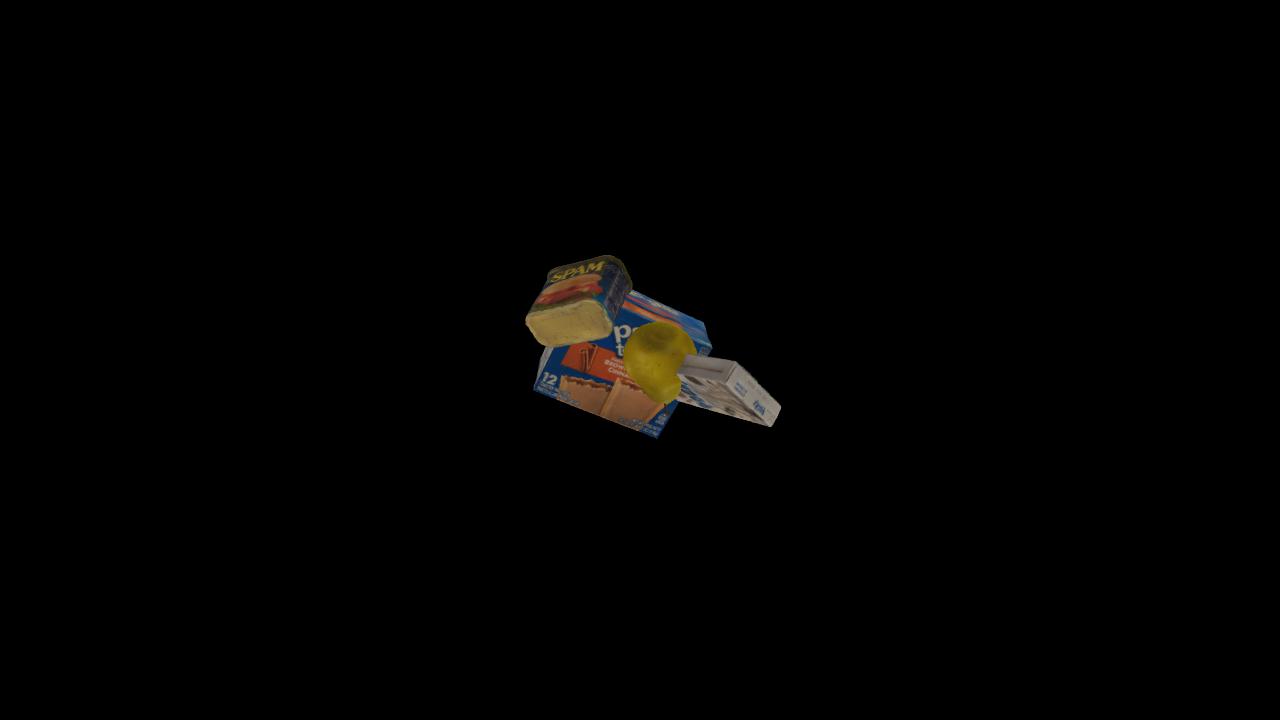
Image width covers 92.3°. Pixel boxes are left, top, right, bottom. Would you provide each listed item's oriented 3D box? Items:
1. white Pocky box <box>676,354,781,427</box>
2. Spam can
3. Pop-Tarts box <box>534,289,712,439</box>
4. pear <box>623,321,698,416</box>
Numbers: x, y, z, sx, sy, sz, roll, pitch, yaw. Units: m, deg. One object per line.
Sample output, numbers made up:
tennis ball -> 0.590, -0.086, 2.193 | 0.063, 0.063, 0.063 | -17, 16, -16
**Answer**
white Pocky box -> 0.067, 0.025, 0.644 | 0.084, 0.028, 0.154 | 40, -16, -31
Spam can -> -0.068, -0.063, 0.685 | 0.101, 0.058, 0.085 | -10, 38, 25
Pop-Tarts box -> -0.022, -0.006, 0.742 | 0.167, 0.141, 0.083 | 23, 22, -16
pear -> 0.022, 0.012, 0.668 | 0.080, 0.080, 0.111 | 0, -44, -2
